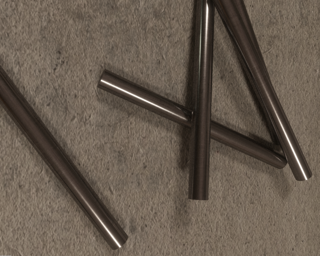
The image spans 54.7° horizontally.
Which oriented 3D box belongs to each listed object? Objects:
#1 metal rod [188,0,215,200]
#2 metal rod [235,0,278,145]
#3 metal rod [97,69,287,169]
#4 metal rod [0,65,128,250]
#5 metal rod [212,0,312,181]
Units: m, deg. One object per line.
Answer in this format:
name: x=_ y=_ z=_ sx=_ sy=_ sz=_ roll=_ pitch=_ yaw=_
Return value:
metal rod: x=0.056 y=-0.058 z=0.410 sx=0.025 sy=0.025 sz=0.298 roll=7 pitch=80 yaw=-20
metal rod: x=0.135 y=-0.115 z=0.460 sx=0.025 sy=0.025 sz=0.299 roll=-25 pitch=99 yaw=-19
metal rod: x=0.058 y=-0.005 z=0.431 sx=0.302 sy=0.025 sz=0.025 roll=24 pitch=82 yaw=-19
metal rod: x=-0.131 y=0.022 z=0.360 sx=0.025 sy=0.025 sz=0.299 roll=-37 pitch=102 yaw=-16
metal rod: x=0.146 y=-0.056 z=0.437 sx=0.025 sy=0.025 sz=0.299 roll=-32 pitch=102 yaw=-17
